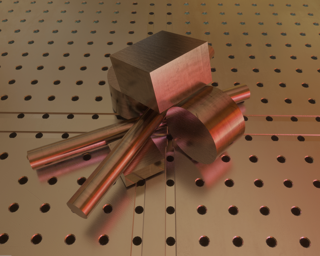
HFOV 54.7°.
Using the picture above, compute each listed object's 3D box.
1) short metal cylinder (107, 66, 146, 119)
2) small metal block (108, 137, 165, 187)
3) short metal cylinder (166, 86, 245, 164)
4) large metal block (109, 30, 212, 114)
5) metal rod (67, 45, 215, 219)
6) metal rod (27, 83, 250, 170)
[{"bbox_3d":[-0.030,-0.057,0.434,0.081,0.050,0.080,0,50,0],"label":"short metal cylinder"},{"bbox_3d":[-0.029,0.035,0.373,0.050,0.025,0.050,-22,54,-18],"label":"small metal block"},{"bbox_3d":[0.053,-0.004,0.371,0.050,0.080,0.080,-36,59,-25],"label":"short metal cylinder"},{"bbox_3d":[0.001,-0.070,0.363,0.080,0.050,0.080,-33,40,-24],"label":"large metal block"},{"bbox_3d":[-0.005,-0.018,0.386,0.025,0.025,0.301,24,54,19],"label":"metal rod"},{"bbox_3d":[-0.015,-0.007,0.408,0.302,0.025,0.025,-18,53,-15],"label":"metal rod"}]
